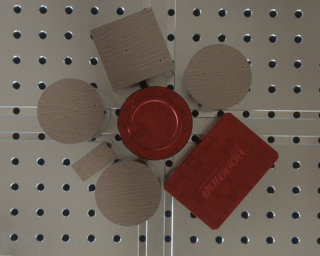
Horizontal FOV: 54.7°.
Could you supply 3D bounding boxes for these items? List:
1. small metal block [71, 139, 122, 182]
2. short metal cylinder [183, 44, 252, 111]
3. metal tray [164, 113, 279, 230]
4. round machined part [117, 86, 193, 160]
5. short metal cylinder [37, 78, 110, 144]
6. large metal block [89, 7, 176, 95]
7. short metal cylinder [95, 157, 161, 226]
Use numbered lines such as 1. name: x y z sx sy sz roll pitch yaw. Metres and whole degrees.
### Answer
1. small metal block: -0.080 0.041 0.399 0.050 0.050 0.025 -37 90 0
2. short metal cylinder: 0.071 -0.062 0.401 0.081 0.050 0.080 0 90 0
3. metal tray: 0.079 0.055 0.410 0.090 0.030 0.130 41 89 0
4. round machined part: -0.006 -0.006 0.404 0.099 0.042 0.097 0 90 0
5. short metal cylinder: -0.108 -0.020 0.399 0.081 0.050 0.080 0 90 0
6. large metal block: -0.033 -0.096 0.400 0.080 0.050 0.080 -21 90 0
7. short metal cylinder: -0.038 0.079 0.400 0.081 0.050 0.080 0 90 0
